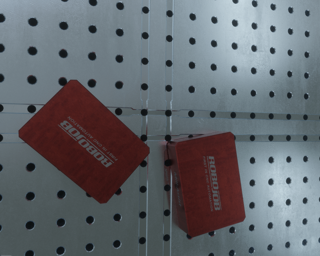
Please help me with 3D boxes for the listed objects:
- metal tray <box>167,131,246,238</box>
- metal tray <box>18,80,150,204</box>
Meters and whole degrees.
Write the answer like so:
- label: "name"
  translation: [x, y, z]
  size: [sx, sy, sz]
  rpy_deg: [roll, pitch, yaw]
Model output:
- label: "metal tray"
  translation: [0.066, 0.075, 0.434]
  size: [0.091, 0.030, 0.129]
  rpy_deg: [-10, 94, -20]
- label: "metal tray"
  translation: [-0.089, 0.017, 0.377]
  size: [0.130, 0.030, 0.090]
  rpy_deg: [44, 76, -15]
